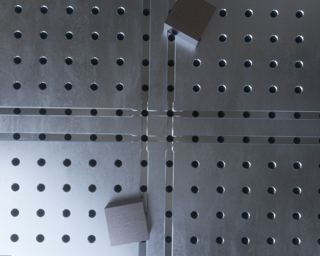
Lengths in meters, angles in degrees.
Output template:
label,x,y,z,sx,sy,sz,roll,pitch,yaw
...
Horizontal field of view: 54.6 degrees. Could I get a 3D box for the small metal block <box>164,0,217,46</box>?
label,x,y,z,sx,sy,sz,roll,pitch,yaw
small metal block,0.040,-0.146,0.414,0.050,0.025,0.050,29,90,0

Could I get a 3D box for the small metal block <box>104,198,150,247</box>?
label,x,y,z,sx,sy,sz,roll,pitch,yaw
small metal block,-0.043,0.125,0.413,0.050,0.025,0.050,-10,90,0
